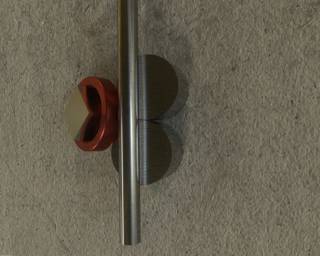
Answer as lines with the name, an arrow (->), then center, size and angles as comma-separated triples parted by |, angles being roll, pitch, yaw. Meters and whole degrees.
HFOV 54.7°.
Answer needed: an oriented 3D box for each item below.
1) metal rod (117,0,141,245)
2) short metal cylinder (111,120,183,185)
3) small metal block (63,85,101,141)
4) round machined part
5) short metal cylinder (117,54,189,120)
metal rod -> -0.037, -0.014, 0.370 | 0.025, 0.025, 0.298 | -1, 89, 20
short metal cylinder -> -0.015, 0.030, 0.402 | 0.080, 0.050, 0.080 | 0, 89, 20
small metal block -> -0.098, -0.018, 0.402 | 0.050, 0.025, 0.050 | -53, 51, 32
round machined part -> -0.079, -0.018, 0.415 | 0.098, 0.042, 0.097 | -4, 84, 48
short metal cylinder -> -0.008, -0.050, 0.400 | 0.080, 0.050, 0.079 | 0, 90, 20
